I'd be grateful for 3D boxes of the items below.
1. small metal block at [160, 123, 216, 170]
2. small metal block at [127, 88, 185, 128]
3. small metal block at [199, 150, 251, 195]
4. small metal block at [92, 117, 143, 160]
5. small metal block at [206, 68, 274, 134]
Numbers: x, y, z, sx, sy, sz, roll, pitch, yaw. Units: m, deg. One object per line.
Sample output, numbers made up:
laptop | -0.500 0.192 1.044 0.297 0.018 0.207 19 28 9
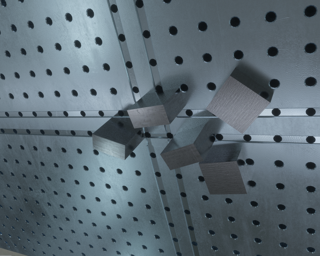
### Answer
small metal block | 0.036 0.023 0.390 0.050 0.050 0.025 -22 107 36
small metal block | -0.004 -0.025 0.381 0.050 0.050 0.025 -6 115 31
small metal block | 0.085 0.058 0.402 0.050 0.025 0.050 -9 114 31
small metal block | -0.058 0.014 0.433 0.050 0.050 0.025 18 125 17
small metal block | 0.088 -0.030 0.346 0.050 0.025 0.050 35 129 4
